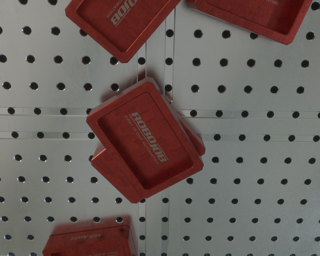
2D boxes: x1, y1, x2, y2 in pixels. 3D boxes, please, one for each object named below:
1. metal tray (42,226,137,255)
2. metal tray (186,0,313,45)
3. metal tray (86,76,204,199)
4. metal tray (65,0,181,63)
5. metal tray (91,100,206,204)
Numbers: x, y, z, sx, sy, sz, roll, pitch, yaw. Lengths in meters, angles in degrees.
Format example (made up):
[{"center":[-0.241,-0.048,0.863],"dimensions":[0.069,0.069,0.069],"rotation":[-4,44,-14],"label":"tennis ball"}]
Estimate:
[{"center":[-0.105,0.207,0.485],"dimensions":[0.131,0.030,0.089],"rotation":[-9,110,2],"label":"metal tray"},{"center":[0.105,-0.155,0.338],"dimensions":[0.131,0.030,0.089],"rotation":[13,110,-21],"label":"metal tray"},{"center":[-0.016,0.014,0.383],"dimensions":[0.090,0.030,0.130],"rotation":[-30,108,10],"label":"metal tray"},{"center":[-0.032,-0.152,0.354],"dimensions":[0.090,0.030,0.130],"rotation":[40,105,-14],"label":"metal tray"},{"center":[-0.016,0.033,0.423],"dimensions":[0.130,0.030,0.090],"rotation":[-38,106,12],"label":"metal tray"}]
